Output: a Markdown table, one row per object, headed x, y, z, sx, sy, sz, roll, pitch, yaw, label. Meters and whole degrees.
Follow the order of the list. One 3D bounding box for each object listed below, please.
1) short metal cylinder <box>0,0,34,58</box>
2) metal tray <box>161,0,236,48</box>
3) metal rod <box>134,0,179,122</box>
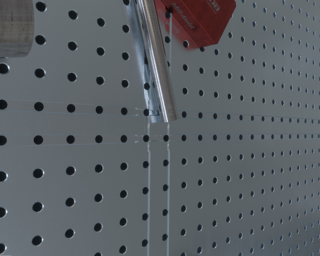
| x | y | z | sx | sy | sz | roll | pitch | yaw | label |
| --- | --- | --- | --- | --- | --- | --- | --- | --- | --- |
| -0.144 | -0.097 | 0.253 | 0.050 | 0.080 | 0.079 | -15 | 100 | -39 | short metal cylinder |
| 0.052 | -0.194 | 0.450 | 0.130 | 0.030 | 0.090 | 41 | 65 | -33 | metal tray |
| -0.018 | -0.154 | 0.393 | 0.025 | 0.025 | 0.298 | -21 | 103 | -38 | metal rod |
